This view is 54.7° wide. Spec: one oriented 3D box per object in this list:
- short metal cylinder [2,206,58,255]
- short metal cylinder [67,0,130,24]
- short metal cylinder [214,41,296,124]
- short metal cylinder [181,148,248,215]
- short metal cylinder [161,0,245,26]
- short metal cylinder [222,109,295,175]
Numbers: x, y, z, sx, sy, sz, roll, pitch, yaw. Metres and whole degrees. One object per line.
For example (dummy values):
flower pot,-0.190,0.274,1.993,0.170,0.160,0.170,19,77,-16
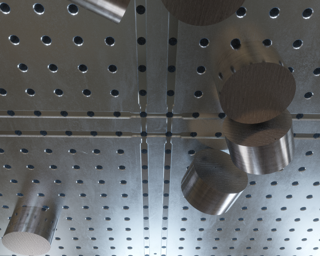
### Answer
short metal cylinder,-0.228,0.183,0.549,0.081,0.050,0.079,0,130,0
short metal cylinder,-0.043,-0.136,0.259,0.050,0.080,0.080,21,127,-17
short metal cylinder,0.105,-0.051,0.353,0.081,0.050,0.079,0,130,0
short metal cylinder,0.076,0.075,0.440,0.081,0.080,0.050,13,129,-11
short metal cylinder,0.038,-0.140,0.276,0.081,0.050,0.079,0,130,0
short metal cylinder,0.123,0.011,0.386,0.080,0.080,0.050,-15,129,12
